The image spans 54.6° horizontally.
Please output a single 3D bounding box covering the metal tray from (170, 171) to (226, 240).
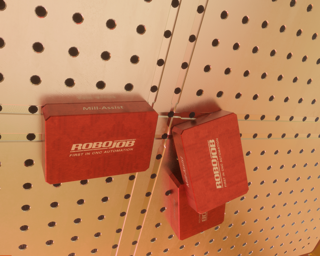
[{"bbox_3d":[0.065,0.120,0.517,0.091,0.030,0.129,-16,125,-19],"label":"metal tray"}]

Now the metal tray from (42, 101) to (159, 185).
[{"bbox_3d":[-0.072,0.016,0.378,0.131,0.030,0.089,-4,120,-26],"label":"metal tray"}]

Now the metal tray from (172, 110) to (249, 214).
[{"bbox_3d":[0.076,0.048,0.451,0.091,0.030,0.129,-19,107,-19],"label":"metal tray"}]
